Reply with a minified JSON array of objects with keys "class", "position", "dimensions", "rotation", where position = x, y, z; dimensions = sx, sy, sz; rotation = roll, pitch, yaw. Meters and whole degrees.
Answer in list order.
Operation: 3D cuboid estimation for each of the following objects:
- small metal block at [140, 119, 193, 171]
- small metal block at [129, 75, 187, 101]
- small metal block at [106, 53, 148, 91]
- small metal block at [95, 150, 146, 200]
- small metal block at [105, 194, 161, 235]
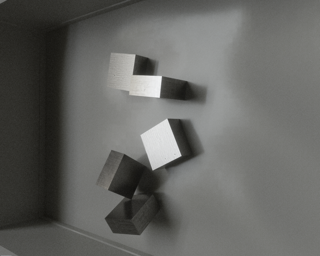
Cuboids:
[{"class":"small metal block","position":[0.008,0.021,0.399],"dimensions":[0.050,0.025,0.050],"rotation":[-32,71,35]},{"class":"small metal block","position":[-0.002,-0.051,0.391],"dimensions":[0.050,0.050,0.025],"rotation":[10,96,39]},{"class":"small metal block","position":[-0.048,-0.079,0.444],"dimensions":[0.050,0.025,0.050],"rotation":[15,99,38]},{"class":"small metal block","position":[-0.052,0.064,0.421],"dimensions":[0.025,0.050,0.050],"rotation":[12,73,39]},{"class":"small metal block","position":[-0.036,0.115,0.414],"dimensions":[0.050,0.050,0.025],"rotation":[-12,110,39]}]
